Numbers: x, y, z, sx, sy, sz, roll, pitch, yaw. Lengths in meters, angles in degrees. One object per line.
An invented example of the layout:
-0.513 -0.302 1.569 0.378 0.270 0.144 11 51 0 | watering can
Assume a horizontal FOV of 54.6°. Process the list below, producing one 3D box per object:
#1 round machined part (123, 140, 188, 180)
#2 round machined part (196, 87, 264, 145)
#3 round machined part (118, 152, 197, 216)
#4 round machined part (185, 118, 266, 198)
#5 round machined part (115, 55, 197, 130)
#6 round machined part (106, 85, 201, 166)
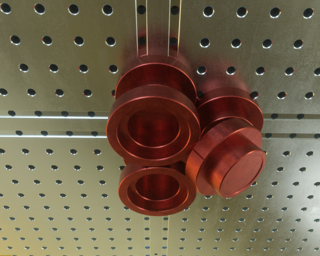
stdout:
-0.004 0.041 0.436 0.099 0.042 0.097 0 130 0 | round machined part
0.084 -0.001 0.401 0.099 0.042 0.097 0 130 0 | round machined part
-0.003 0.069 0.403 0.099 0.042 0.097 0 130 0 | round machined part
0.081 0.041 0.352 0.099 0.042 0.097 -22 134 -24 | round machined part
-0.005 -0.034 0.372 0.099 0.042 0.097 0 130 0 | round machined part
-0.007 -0.006 0.339 0.099 0.042 0.097 0 130 0 | round machined part
